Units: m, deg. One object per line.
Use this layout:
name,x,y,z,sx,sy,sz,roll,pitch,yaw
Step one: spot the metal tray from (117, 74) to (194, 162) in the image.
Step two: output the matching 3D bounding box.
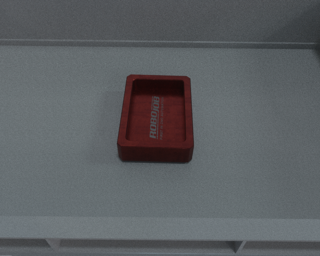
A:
metal tray,-0.004,-0.017,0.412,0.091,0.030,0.130,2,50,0
